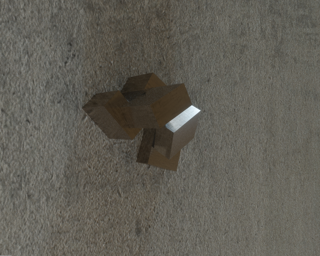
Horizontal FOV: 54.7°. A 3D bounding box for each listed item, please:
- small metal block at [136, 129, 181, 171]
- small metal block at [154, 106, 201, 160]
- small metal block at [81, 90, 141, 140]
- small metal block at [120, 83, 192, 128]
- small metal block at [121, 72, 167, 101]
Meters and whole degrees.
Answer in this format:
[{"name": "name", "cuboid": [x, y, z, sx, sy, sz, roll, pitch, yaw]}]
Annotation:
[{"name": "small metal block", "cuboid": [0.001, 0.027, 0.409, 0.050, 0.025, 0.050, 21, 77, -38]}, {"name": "small metal block", "cuboid": [0.020, 0.003, 0.377, 0.050, 0.025, 0.050, -38, 151, -33]}, {"name": "small metal block", "cuboid": [-0.053, -0.013, 0.348, 0.025, 0.050, 0.050, -53, 121, -27]}, {"name": "small metal block", "cuboid": [-0.004, -0.023, 0.323, 0.050, 0.050, 0.025, -36, 113, -34]}, {"name": "small metal block", "cuboid": [-0.013, -0.040, 0.381, 0.050, 0.050, 0.025, 39, 66, -33]}]
